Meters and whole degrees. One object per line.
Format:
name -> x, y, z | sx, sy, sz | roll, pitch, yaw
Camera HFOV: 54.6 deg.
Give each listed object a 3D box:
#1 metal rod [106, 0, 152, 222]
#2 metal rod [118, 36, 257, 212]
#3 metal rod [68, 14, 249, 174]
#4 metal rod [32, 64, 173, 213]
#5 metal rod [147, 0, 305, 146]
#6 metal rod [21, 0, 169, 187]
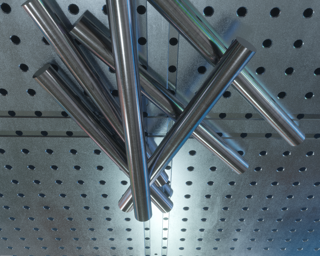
metal rod -> -0.031, -0.004, 0.361 | 0.025, 0.025, 0.298 | -2, 121, 2
metal rod -> 0.016, 0.018, 0.392 | 0.025, 0.025, 0.298 | 22, 127, -18
metal rod -> 0.017, -0.025, 0.390 | 0.025, 0.025, 0.301 | -36, 122, 26
metal rod -> -0.062, 0.034, 0.439 | 0.025, 0.025, 0.300 | -23, 127, 18
metal rod -> 0.081, -0.067, 0.354 | 0.025, 0.025, 0.301 | -37, 121, 27
metal rod -> -0.062, -0.023, 0.391 | 0.025, 0.025, 0.300 | -20, 128, 16
